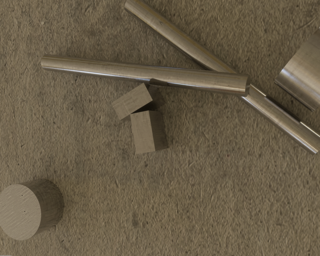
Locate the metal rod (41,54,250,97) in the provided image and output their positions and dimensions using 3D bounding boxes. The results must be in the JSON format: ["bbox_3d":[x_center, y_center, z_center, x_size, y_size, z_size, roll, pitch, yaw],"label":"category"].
[{"bbox_3d":[-0.036,-0.073,0.407,0.301,0.025,0.025,11,94,24],"label":"metal rod"}]

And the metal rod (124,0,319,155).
[{"bbox_3d":[0.070,-0.074,0.384,0.300,0.025,0.025,41,103,15],"label":"metal rod"}]

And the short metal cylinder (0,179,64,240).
[{"bbox_3d":[-0.193,0.120,0.464,0.080,0.050,0.079,0,90,20],"label":"short metal cylinder"}]

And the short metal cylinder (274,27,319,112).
[{"bbox_3d":[0.166,-0.063,0.321,0.050,0.080,0.080,43,103,15],"label":"short metal cylinder"}]

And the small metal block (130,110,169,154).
[{"bbox_3d":[-0.013,0.005,0.400,0.025,0.050,0.050,-10,87,20],"label":"small metal block"}]

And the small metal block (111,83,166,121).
[{"bbox_3d":[-0.026,-0.032,0.405,0.050,0.050,0.025,-30,80,17],"label":"small metal block"}]
